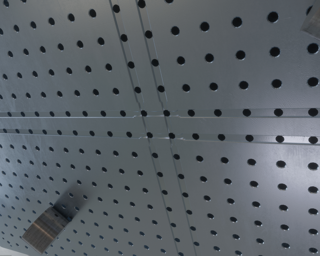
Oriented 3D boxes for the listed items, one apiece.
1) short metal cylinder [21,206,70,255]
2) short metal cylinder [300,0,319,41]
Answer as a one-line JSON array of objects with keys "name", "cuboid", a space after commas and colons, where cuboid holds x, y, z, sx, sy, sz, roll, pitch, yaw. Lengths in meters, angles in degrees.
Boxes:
[{"name": "short metal cylinder", "cuboid": [-0.228, 0.206, 0.624, 0.050, 0.080, 0.080, 40, 129, 1]}, {"name": "short metal cylinder", "cuboid": [0.153, -0.099, 0.234, 0.050, 0.080, 0.079, 31, 128, 8]}]
